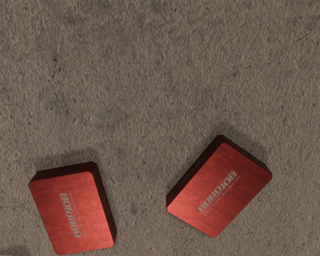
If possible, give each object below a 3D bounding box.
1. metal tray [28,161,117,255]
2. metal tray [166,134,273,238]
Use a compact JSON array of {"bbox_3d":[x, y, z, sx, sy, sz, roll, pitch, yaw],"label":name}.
[{"bbox_3d":[-0.122,0.118,0.449,0.090,0.030,0.129,-11,110,3],"label":"metal tray"},{"bbox_3d":[0.081,0.085,0.440,0.090,0.030,0.129,34,106,-12],"label":"metal tray"}]
